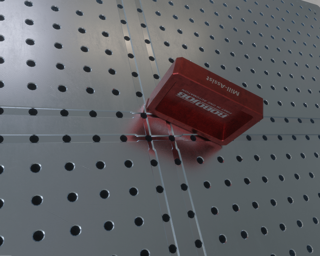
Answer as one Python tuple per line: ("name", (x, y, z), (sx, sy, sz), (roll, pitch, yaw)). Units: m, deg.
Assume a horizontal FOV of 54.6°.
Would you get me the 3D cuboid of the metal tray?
("metal tray", (0.059, -0.030, 0.415), (0.131, 0.090, 0.030), (24, 53, -14))
